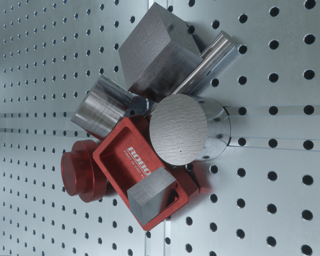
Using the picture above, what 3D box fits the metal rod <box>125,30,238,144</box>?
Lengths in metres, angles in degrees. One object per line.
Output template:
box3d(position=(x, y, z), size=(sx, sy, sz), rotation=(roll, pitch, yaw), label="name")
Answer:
box3d(position=(-0.013, -0.009, 0.422), size=(0.299, 0.025, 0.025), rotation=(-45, 63, 31), label="metal rod")

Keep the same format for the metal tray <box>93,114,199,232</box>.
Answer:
box3d(position=(-0.022, 0.058, 0.406), size=(0.090, 0.030, 0.130), rotation=(-45, 76, 31), label="metal tray")

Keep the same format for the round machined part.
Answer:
box3d(position=(-0.124, 0.068, 0.483), size=(0.098, 0.042, 0.097), rotation=(14, 107, 54), label="round machined part")

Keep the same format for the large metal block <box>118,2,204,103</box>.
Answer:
box3d(position=(-0.003, -0.091, 0.380), size=(0.080, 0.050, 0.080), rotation=(-44, 44, 31), label="large metal block")

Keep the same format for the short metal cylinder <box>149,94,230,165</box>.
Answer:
box3d(position=(0.034, 0.002, 0.364), size=(0.080, 0.050, 0.079), rotation=(0, 90, 40), label="short metal cylinder")

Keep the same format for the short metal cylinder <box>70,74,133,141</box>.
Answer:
box3d(position=(-0.082, -0.029, 0.434), size=(0.080, 0.050, 0.080), rotation=(-49, 18, 22), label="short metal cylinder")

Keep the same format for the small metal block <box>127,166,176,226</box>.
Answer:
box3d(position=(-0.009, 0.080, 0.362), size=(0.025, 0.050, 0.050), rotation=(41, 150, 30), label="small metal block")
